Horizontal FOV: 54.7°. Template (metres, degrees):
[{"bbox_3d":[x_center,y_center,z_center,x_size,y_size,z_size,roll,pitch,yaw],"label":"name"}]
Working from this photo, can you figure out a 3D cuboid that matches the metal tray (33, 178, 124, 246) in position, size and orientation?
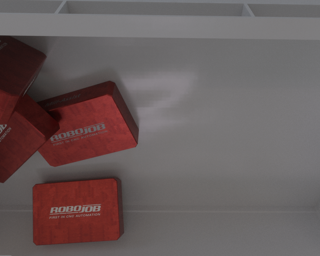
[{"bbox_3d":[-0.124,0.126,0.473,0.131,0.090,0.030,-5,171,4],"label":"metal tray"}]

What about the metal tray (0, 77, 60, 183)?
[{"bbox_3d":[-0.195,0.006,0.383,0.090,0.030,0.130,46,124,-12],"label":"metal tray"}]

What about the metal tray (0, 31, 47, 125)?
[{"bbox_3d":[-0.165,-0.060,0.285,0.090,0.130,0.030,26,111,-21],"label":"metal tray"}]

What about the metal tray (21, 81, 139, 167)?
[{"bbox_3d":[-0.104,-0.001,0.403,0.130,0.030,0.090,-14,129,11],"label":"metal tray"}]
